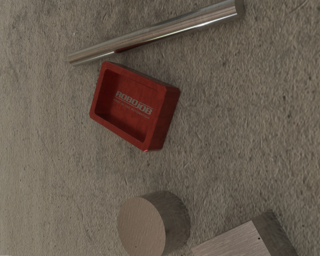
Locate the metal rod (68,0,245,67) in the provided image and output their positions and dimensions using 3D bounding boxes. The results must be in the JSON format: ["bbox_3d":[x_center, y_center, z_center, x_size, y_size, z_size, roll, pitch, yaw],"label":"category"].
[{"bbox_3d":[-0.029,-0.123,0.428,0.300,0.025,0.025,-4,88,40],"label":"metal rod"}]

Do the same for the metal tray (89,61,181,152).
[{"bbox_3d":[-0.041,-0.033,0.435,0.130,0.030,0.089,29,108,36],"label":"metal tray"}]

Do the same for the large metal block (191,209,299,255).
[{"bbox_3d":[0.092,0.140,0.313,0.080,0.050,0.080,-40,66,33],"label":"large metal block"}]

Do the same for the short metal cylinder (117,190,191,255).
[{"bbox_3d":[-0.008,0.124,0.396,0.080,0.050,0.079,0,90,40],"label":"short metal cylinder"}]
